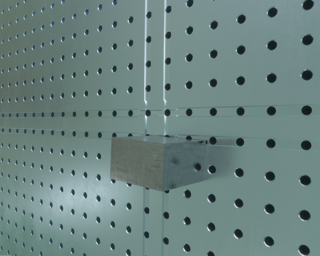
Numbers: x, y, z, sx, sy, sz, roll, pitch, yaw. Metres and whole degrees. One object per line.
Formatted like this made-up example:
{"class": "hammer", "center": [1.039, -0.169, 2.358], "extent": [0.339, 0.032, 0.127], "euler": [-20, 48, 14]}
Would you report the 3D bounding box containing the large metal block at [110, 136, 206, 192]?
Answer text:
{"class": "large metal block", "center": [-0.002, 0.038, 0.373], "extent": [0.080, 0.081, 0.050], "euler": [5, 93, 39]}
